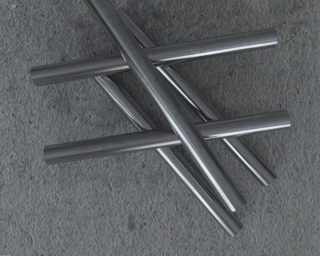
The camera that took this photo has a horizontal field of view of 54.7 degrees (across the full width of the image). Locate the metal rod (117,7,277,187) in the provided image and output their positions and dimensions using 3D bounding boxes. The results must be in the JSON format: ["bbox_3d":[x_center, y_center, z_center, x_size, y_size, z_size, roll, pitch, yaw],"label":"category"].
[{"bbox_3d":[0.044,-0.040,0.411,0.025,0.025,0.300,-43,91,0],"label":"metal rod"}]

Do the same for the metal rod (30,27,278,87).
[{"bbox_3d":[-0.006,-0.089,0.386,0.302,0.025,0.025,-10,90,-1],"label":"metal rod"}]

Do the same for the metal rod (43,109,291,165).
[{"bbox_3d":[0.009,0.011,0.387,0.302,0.025,0.025,-9,90,-1],"label":"metal rod"}]

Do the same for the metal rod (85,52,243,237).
[{"bbox_3d":[0.003,0.022,0.410,0.025,0.025,0.300,-41,91,0],"label":"metal rod"}]

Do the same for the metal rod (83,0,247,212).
[{"bbox_3d":[0.006,-0.032,0.361,0.025,0.025,0.299,-35,91,0],"label":"metal rod"}]
